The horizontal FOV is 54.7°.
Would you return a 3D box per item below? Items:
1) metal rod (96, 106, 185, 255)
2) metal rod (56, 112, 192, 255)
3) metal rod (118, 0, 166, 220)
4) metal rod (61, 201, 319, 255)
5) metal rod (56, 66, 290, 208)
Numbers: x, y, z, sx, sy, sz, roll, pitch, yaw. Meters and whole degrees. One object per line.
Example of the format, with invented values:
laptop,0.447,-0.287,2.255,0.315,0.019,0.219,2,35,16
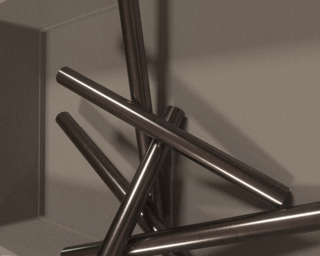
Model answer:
metal rod,-0.040,0.106,0.339,0.025,0.025,0.300,7,63,39
metal rod,-0.066,0.067,0.426,0.300,0.025,0.025,42,115,33
metal rod,-0.023,-0.029,0.390,0.025,0.025,0.298,-1,100,39
metal rod,0.021,0.118,0.330,0.300,0.025,0.025,-17,79,20
metal rod,-0.002,0.001,0.355,0.301,0.025,0.025,29,109,19
